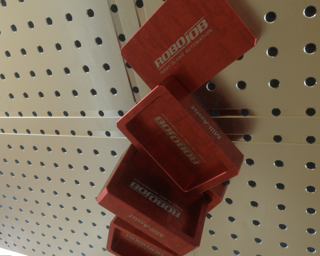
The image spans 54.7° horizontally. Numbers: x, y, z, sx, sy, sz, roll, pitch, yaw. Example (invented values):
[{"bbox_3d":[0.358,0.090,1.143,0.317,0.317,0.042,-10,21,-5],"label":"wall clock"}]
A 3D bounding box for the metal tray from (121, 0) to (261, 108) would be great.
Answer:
[{"bbox_3d":[0.028,-0.091,0.336,0.090,0.030,0.130,49,128,-7],"label":"metal tray"}]

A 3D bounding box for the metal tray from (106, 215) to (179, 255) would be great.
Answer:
[{"bbox_3d":[-0.029,0.213,0.553,0.130,0.030,0.089,24,127,13],"label":"metal tray"}]

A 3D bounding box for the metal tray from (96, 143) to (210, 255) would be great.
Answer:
[{"bbox_3d":[-0.003,0.088,0.393,0.130,0.090,0.030,35,129,-7],"label":"metal tray"}]

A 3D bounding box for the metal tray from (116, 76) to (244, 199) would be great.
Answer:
[{"bbox_3d":[0.022,0.015,0.365,0.130,0.030,0.090,48,128,-6],"label":"metal tray"}]

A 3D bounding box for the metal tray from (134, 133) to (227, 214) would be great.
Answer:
[{"bbox_3d":[0.017,0.075,0.444,0.130,0.030,0.089,37,129,2],"label":"metal tray"}]
